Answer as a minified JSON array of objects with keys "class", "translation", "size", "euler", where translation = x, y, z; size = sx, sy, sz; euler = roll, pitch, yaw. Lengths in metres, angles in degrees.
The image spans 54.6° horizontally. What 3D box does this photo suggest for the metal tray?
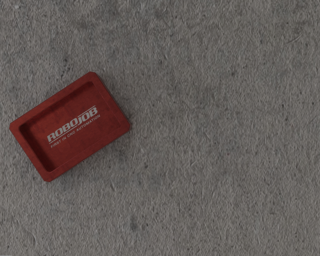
[{"class":"metal tray","translation":[-0.114,-0.002,0.406],"size":[0.130,0.030,0.090],"euler":[-33,90,0]}]
